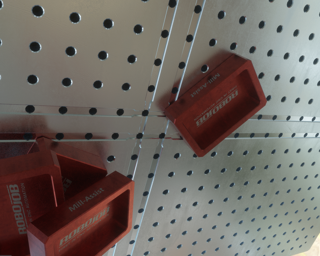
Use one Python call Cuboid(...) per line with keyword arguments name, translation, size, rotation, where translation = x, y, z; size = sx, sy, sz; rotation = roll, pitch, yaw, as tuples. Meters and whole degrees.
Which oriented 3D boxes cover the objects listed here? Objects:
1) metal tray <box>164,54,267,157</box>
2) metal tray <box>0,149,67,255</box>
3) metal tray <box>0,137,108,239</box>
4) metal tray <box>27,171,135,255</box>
Cuboid(name="metal tray", translation=(0.081, -0.029, 0.436), size=(0.130, 0.030, 0.090), rotation=(-39, 130, -2))
Cuboid(name="metal tray", translation=(-0.153, 0.093, 0.342), size=(0.091, 0.030, 0.129), rotation=(-11, 124, -23))
Cuboid(name="metal tray", translation=(-0.138, 0.083, 0.385), size=(0.090, 0.030, 0.129), rotation=(27, 104, -38))
Cuboid(name="metal tray", translation=(-0.086, 0.118, 0.366), size=(0.131, 0.030, 0.089), rotation=(-29, 133, -47))
